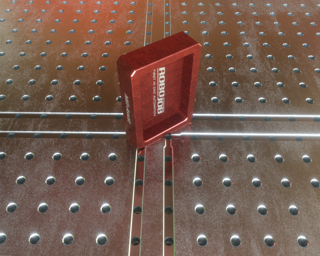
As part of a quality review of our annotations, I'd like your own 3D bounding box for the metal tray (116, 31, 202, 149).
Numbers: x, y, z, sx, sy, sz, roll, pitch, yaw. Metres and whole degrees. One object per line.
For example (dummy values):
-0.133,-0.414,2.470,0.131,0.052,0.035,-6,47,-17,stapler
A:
0.000,-0.041,0.374,0.091,0.129,0.030,-28,56,-22,metal tray
